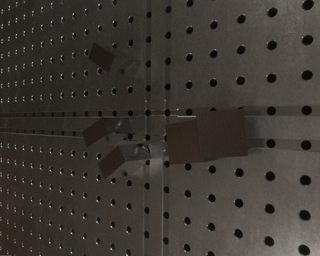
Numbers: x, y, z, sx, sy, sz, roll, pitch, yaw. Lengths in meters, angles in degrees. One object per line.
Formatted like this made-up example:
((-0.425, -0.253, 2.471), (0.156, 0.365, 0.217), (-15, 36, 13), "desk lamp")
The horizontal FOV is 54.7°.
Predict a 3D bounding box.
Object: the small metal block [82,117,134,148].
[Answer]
((-0.076, 0.007, 0.453), (0.050, 0.050, 0.025), (-31, 71, 35), "small metal block")

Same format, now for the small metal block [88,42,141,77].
((-0.065, -0.097, 0.444), (0.050, 0.050, 0.025), (36, 112, 34), "small metal block")

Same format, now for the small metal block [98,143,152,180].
((-0.049, 0.046, 0.431), (0.050, 0.050, 0.025), (-41, 66, 32), "small metal block")

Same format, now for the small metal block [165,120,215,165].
((0.036, 0.017, 0.378), (0.050, 0.025, 0.050), (-10, 84, 39), "small metal block")

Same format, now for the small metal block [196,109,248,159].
((0.066, 0.007, 0.338), (0.050, 0.025, 0.050), (-4, 87, 5), "small metal block")
